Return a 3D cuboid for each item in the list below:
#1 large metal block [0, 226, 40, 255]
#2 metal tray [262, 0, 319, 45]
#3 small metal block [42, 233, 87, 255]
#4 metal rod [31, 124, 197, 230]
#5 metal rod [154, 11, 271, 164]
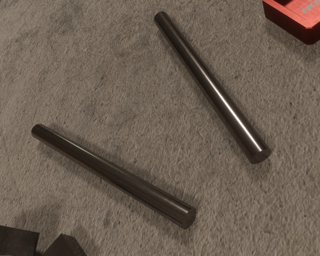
[{"bbox_3d":[-0.197,0.167,0.372,0.080,0.050,0.080,-23,51,37],"label":"large metal block"},{"bbox_3d":[0.212,-0.174,0.395,0.130,0.030,0.090,-36,51,3],"label":"metal tray"},{"bbox_3d":[-0.114,0.162,0.362,0.050,0.025,0.050,-49,52,-6],"label":"small metal block"},{"bbox_3d":[-0.082,0.050,0.414,0.300,0.025,0.025,22,73,35],"label":"metal rod"},{"bbox_3d":[0.054,-0.075,0.420,0.025,0.025,0.300,-32,52,7],"label":"metal rod"}]
